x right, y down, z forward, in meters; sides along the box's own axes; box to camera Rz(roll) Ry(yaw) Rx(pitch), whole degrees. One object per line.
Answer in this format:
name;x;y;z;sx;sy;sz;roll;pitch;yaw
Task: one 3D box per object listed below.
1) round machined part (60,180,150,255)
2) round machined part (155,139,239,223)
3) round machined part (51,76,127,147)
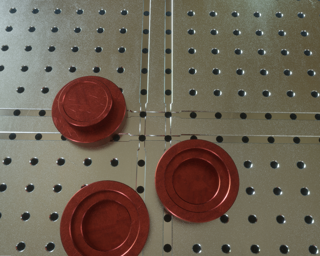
round machined part;-0.061;0.113;0.361;0.099;0.042;0.098;0;70;-1
round machined part;0.043;0.066;0.379;0.099;0.042;0.098;0;70;-1
round machined part;-0.095;-0.027;0.412;0.099;0.042;0.098;0;70;-1
